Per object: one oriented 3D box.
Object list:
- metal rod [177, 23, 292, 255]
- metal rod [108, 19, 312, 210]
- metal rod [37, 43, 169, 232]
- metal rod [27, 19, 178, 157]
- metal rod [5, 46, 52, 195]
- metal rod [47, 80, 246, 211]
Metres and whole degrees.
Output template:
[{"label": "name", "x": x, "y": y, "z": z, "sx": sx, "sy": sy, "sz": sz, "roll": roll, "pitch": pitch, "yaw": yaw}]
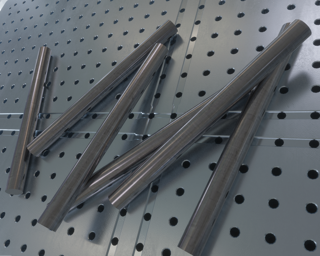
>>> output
[{"label": "metal rod", "x": 0.099, "y": 0.000, "z": 0.356, "sx": 0.025, "sy": 0.025, "sz": 0.300, "roll": 18, "pitch": 71, "yaw": 35}, {"label": "metal rod", "x": 0.053, "y": -0.011, "z": 0.366, "sx": 0.300, "sy": 0.025, "sz": 0.025, "roll": -43, "pitch": 51, "yaw": 6}, {"label": "metal rod", "x": -0.066, "y": -0.003, "z": 0.424, "sx": 0.025, "sy": 0.025, "sz": 0.300, "roll": 13, "pitch": 62, "yaw": 33}, {"label": "metal rod", "x": -0.091, "y": -0.064, "z": 0.496, "sx": 0.300, "sy": 0.025, "sz": 0.025, "roll": -42, "pitch": 51, "yaw": -1}, {"label": "metal rod", "x": -0.226, "y": -0.030, "z": 0.546, "sx": 0.025, "sy": 0.025, "sz": 0.300, "roll": -16, "pitch": 55, "yaw": 19}, {"label": "metal rod", "x": -0.019, "y": 0.029, "z": 0.401, "sx": 0.300, "sy": 0.025, "sz": 0.025, "roll": -34, "pitch": 51, "yaw": 6}]
